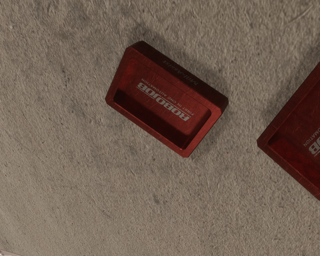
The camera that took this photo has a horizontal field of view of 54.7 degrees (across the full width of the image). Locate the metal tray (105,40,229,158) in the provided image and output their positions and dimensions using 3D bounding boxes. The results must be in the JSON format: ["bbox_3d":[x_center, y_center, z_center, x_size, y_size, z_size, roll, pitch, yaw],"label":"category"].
[{"bbox_3d":[0.005,-0.033,0.379,0.130,0.030,0.089,35,129,4],"label":"metal tray"}]

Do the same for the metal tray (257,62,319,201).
[{"bbox_3d":[0.166,-0.003,0.295,0.090,0.030,0.129,46,132,23],"label":"metal tray"}]
